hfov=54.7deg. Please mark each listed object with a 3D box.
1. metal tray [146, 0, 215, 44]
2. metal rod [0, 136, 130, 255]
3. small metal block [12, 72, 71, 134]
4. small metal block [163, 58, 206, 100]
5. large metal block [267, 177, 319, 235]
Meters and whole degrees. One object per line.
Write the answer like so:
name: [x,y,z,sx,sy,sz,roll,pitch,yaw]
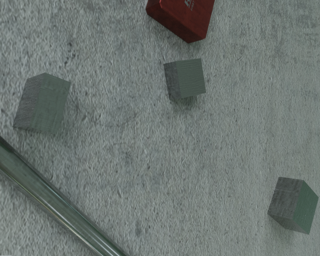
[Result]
metal tray: [0.038,-0.198,0.435,0.090,0.030,0.130,24,75,-38]
metal rod: [-0.110,0.074,0.314,0.025,0.025,0.300,-52,121,-28]
small metal block: [-0.113,-0.022,0.295,0.025,0.050,0.050,20,77,-39]
small metal block: [0.036,-0.070,0.437,0.050,0.025,0.050,-17,101,-39]
large metal block: [0.266,0.154,0.616,0.080,0.050,0.080,40,65,-33]
